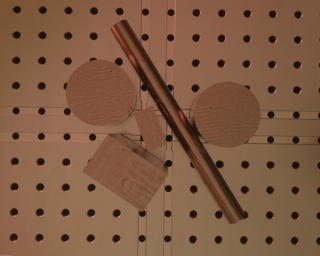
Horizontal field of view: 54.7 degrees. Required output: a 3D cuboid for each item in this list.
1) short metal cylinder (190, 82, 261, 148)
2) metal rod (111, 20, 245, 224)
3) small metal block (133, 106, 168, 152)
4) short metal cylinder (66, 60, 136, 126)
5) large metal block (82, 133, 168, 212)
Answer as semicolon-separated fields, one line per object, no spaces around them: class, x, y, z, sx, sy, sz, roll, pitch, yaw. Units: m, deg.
short metal cylinder;0.081;-0.016;0.398;0.081;0.050;0.079;0;90;0
metal rod;0.024;-0.008;0.410;0.025;0.025;0.299;-31;90;0
small metal block;-0.012;0.001;0.397;0.025;0.050;0.050;-21;90;0
short metal cylinder;-0.073;-0.042;0.396;0.081;0.050;0.079;0;90;0
large metal block;-0.038;0.050;0.381;0.080;0.080;0.050;34;91;0
